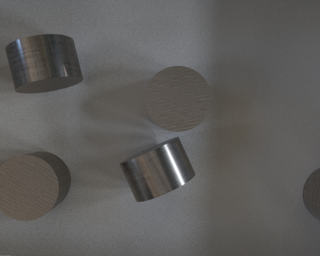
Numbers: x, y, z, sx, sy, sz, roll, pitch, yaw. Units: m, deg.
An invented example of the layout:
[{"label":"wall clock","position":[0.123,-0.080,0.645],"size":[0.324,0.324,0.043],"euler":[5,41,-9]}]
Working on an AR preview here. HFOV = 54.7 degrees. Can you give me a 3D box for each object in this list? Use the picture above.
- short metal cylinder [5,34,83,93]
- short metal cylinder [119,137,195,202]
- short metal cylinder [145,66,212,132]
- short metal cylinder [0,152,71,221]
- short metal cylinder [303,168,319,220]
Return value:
[{"label":"short metal cylinder","position":[-0.141,-0.077,0.383],"size":[0.080,0.080,0.050],"euler":[-13,90,0]},{"label":"short metal cylinder","position":[-0.003,0.050,0.384],"size":[0.080,0.080,0.050],"euler":[-24,90,0]},{"label":"short metal cylinder","position":[0.022,-0.035,0.399],"size":[0.081,0.050,0.080],"euler":[0,90,0]},{"label":"short metal cylinder","position":[-0.162,0.072,0.398],"size":[0.081,0.050,0.080],"euler":[0,90,0]},{"label":"short metal cylinder","position":[0.236,0.091,0.401],"size":[0.081,0.050,0.080],"euler":[0,90,0]}]
